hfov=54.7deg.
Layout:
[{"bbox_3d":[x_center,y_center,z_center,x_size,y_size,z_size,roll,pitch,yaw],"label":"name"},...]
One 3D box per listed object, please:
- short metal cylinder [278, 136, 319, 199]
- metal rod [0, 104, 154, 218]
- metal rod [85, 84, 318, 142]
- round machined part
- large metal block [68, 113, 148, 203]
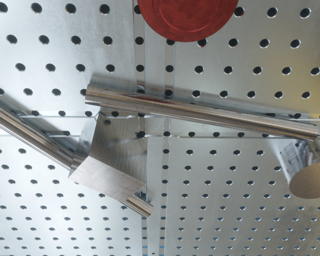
[{"bbox_3d":[0.220,0.058,0.448,0.081,0.050,0.079,0,130,0],"label":"short metal cylinder"},{"bbox_3d":[-0.120,0.057,0.458,0.025,0.025,0.301,-34,123,25],"label":"metal rod"},{"bbox_3d":[0.059,-0.017,0.397,0.302,0.025,0.025,9,130,-9],"label":"metal rod"},{"bbox_3d":[0.027,-0.126,0.293,0.099,0.042,0.097,-1,130,0],"label":"round machined part"},{"bbox_3d":[-0.065,0.039,0.408,0.080,0.080,0.050,31,123,-24],"label":"large metal block"}]
